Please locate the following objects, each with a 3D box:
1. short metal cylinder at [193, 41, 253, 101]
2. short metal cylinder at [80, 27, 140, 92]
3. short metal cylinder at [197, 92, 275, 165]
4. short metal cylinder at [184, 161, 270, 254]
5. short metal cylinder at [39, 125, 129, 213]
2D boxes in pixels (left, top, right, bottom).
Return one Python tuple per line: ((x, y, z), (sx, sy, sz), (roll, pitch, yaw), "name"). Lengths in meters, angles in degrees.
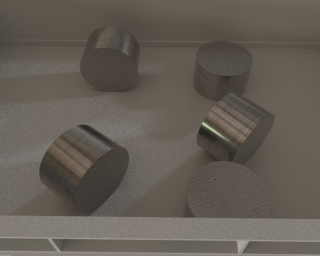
((0.092, -0.085, 0.460), (0.080, 0.050, 0.080), (0, 50, 0), "short metal cylinder")
((-0.071, -0.099, 0.452), (0.080, 0.080, 0.050), (1, 50, 1), "short metal cylinder")
((0.089, 0.004, 0.366), (0.080, 0.080, 0.050), (-36, 59, -26), "short metal cylinder")
((0.066, 0.081, 0.321), (0.080, 0.050, 0.080), (0, 50, 0), "short metal cylinder")
((-0.079, 0.043, 0.332), (0.050, 0.080, 0.080), (31, 56, 23), "short metal cylinder")
